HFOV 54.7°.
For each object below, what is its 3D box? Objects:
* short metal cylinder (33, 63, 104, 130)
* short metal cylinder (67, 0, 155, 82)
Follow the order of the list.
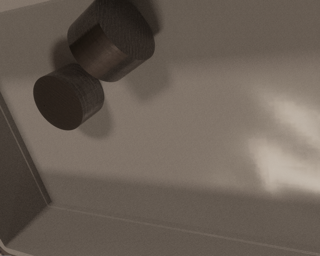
[{"bbox_3d":[-0.126,-0.043,0.430,0.080,0.050,0.079,13,124,20],"label":"short metal cylinder"},{"bbox_3d":[-0.052,-0.097,0.339,0.050,0.080,0.080,-28,103,37],"label":"short metal cylinder"}]
